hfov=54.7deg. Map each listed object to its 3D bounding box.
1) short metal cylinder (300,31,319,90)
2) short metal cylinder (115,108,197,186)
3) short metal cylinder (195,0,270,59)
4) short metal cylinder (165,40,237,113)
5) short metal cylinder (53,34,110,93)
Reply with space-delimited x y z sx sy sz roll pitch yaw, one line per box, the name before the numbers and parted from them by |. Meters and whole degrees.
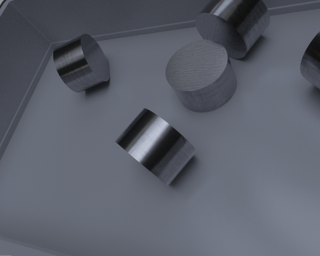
short metal cylinder | 0.192 -0.068 0.312 0.080 0.080 0.050 -36 51 4
short metal cylinder | -0.005 0.022 0.358 0.080 0.080 0.050 35 81 38
short metal cylinder | 0.094 -0.137 0.405 0.080 0.080 0.050 33 80 38
short metal cylinder | 0.054 -0.067 0.401 0.080 0.050 0.080 -13 56 20
short metal cylinder | -0.123 -0.103 0.496 0.050 0.080 0.080 -20 54 16
